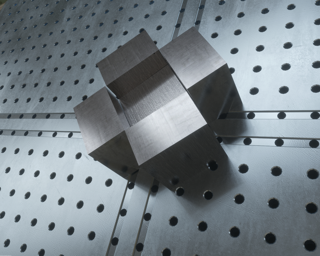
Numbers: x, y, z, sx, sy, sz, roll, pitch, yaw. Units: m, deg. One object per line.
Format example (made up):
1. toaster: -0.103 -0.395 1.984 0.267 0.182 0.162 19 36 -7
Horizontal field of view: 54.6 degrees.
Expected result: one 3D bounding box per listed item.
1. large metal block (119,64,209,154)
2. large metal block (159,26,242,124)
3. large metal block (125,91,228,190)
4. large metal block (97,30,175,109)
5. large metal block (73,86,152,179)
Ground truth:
1. large metal block: 0.003 -0.022 0.403 0.080 0.050 0.080 -34 50 8
2. large metal block: 0.051 -0.064 0.386 0.050 0.080 0.080 -33 52 6
3. large metal block: 0.020 0.018 0.353 0.080 0.080 0.050 -32 52 7
4. large metal block: -0.027 -0.074 0.434 0.080 0.080 0.050 -34 51 6
5. large metal block: -0.058 0.007 0.400 0.050 0.080 0.080 -34 52 6
